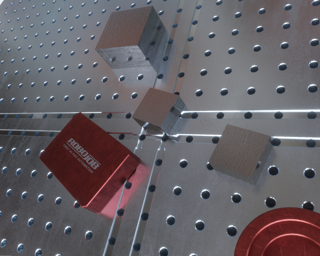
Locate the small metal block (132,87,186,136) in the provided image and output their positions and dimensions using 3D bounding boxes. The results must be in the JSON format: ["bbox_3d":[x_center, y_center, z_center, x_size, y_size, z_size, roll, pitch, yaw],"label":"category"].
[{"bbox_3d":[-0.002,-0.023,0.422,0.050,0.025,0.050,20,72,35],"label":"small metal block"}]

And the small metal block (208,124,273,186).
[{"bbox_3d":[0.090,0.029,0.343,0.050,0.025,0.050,18,71,34],"label":"small metal block"}]

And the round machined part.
[{"bbox_3d":[0.116,0.121,0.262,0.098,0.042,0.098,-13,56,20],"label":"round machined part"}]

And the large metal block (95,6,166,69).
[{"bbox_3d":[-0.047,-0.145,0.504,0.080,0.050,0.080,3,63,29],"label":"large metal block"}]

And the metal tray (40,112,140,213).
[{"bbox_3d":[-0.101,0.043,0.430,0.130,0.030,0.090,33,80,37],"label":"metal tray"}]
